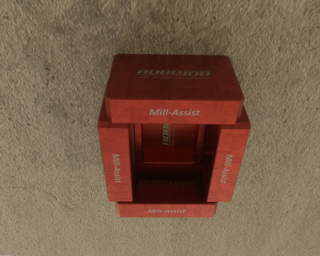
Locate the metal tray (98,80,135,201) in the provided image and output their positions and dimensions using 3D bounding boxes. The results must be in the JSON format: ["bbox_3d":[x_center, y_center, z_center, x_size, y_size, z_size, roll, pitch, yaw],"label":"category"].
[{"bbox_3d":[-0.048,0.016,0.379,0.030,0.090,0.129,1,130,-1],"label":"metal tray"}]

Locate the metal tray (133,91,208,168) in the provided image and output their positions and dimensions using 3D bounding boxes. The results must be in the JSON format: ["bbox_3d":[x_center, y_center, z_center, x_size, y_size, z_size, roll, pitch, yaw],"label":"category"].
[{"bbox_3d":[0.012,-0.003,0.403,0.091,0.030,0.129,0,130,-1],"label":"metal tray"}]

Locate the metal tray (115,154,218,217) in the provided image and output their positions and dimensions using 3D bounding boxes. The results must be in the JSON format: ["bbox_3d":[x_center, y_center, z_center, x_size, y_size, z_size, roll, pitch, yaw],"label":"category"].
[{"bbox_3d":[0.008,0.078,0.432,0.131,0.090,0.030,1,130,-1],"label":"metal tray"}]

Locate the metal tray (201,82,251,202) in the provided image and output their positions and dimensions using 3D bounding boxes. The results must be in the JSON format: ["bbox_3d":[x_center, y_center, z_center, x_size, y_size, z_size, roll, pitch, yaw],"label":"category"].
[{"bbox_3d":[0.074,0.018,0.381,0.030,0.090,0.129,1,130,-1],"label":"metal tray"}]

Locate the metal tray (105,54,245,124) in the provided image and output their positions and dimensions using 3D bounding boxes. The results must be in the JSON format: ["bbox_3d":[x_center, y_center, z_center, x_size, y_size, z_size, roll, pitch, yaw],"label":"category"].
[{"bbox_3d":[0.014,-0.044,0.328,0.131,0.090,0.030,1,130,-1],"label":"metal tray"}]
